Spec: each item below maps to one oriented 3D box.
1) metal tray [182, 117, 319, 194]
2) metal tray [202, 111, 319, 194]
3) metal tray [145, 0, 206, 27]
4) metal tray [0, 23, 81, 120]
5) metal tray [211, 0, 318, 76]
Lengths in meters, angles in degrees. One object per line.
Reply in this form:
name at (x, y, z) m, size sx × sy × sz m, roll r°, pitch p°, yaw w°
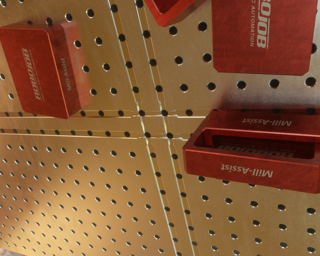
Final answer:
metal tray at (0.100, 0.021, 0.327) m, size 0.130 × 0.090 × 0.030 m, roll 6°, pitch 118°, yaw 25°
metal tray at (0.120, 0.026, 0.345) m, size 0.130 × 0.030 × 0.090 m, roll 4°, pitch 135°, yaw 25°
metal tray at (0.004, -0.170, 0.274) m, size 0.090 × 0.030 × 0.130 m, roll -25°, pitch 97°, yaw 50°
metal tray at (-0.171, -0.081, 0.446) m, size 0.090 × 0.030 × 0.129 m, roll 9°, pitch 123°, yaw 23°
metal tray at (0.096, -0.116, 0.285) m, size 0.090 × 0.030 × 0.129 m, roll 7°, pitch 122°, yaw 24°
